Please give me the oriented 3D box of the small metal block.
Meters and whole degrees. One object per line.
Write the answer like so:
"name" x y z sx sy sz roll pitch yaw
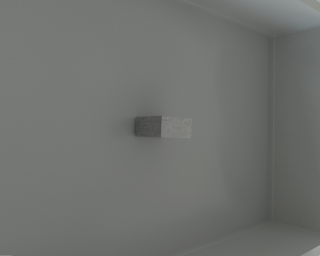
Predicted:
"small metal block" 0.005 -0.001 0.392 0.050 0.050 0.025 4 87 -40
